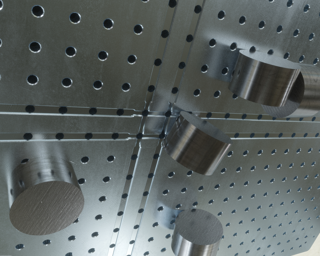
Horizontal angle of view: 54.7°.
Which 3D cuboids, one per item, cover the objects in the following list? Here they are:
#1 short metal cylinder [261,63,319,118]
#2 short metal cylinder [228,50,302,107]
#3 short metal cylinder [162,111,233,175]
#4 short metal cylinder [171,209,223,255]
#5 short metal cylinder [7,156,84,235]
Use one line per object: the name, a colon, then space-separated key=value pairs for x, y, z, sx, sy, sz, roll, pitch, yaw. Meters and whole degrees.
short metal cylinder: x=0.191 y=-0.055 z=0.449 sx=0.050 sy=0.080 sz=0.079 roll=-1 pitch=119 yaw=-28
short metal cylinder: x=0.137 y=-0.068 z=0.411 sx=0.081 sy=0.080 sz=0.050 roll=-1 pitch=119 yaw=-28
short metal cylinder: x=0.050 y=0.019 z=0.417 sx=0.080 sy=0.080 sz=0.050 roll=19 pitch=108 yaw=-36
short metal cylinder: x=0.062 y=0.184 z=0.526 sx=0.081 sy=0.080 sz=0.050 roll=-7 pitch=122 yaw=-26
short metal cylinder: x=-0.137 y=0.080 z=0.371 sx=0.081 sy=0.050 sz=0.079 roll=-14 pitch=125 yaw=-21
